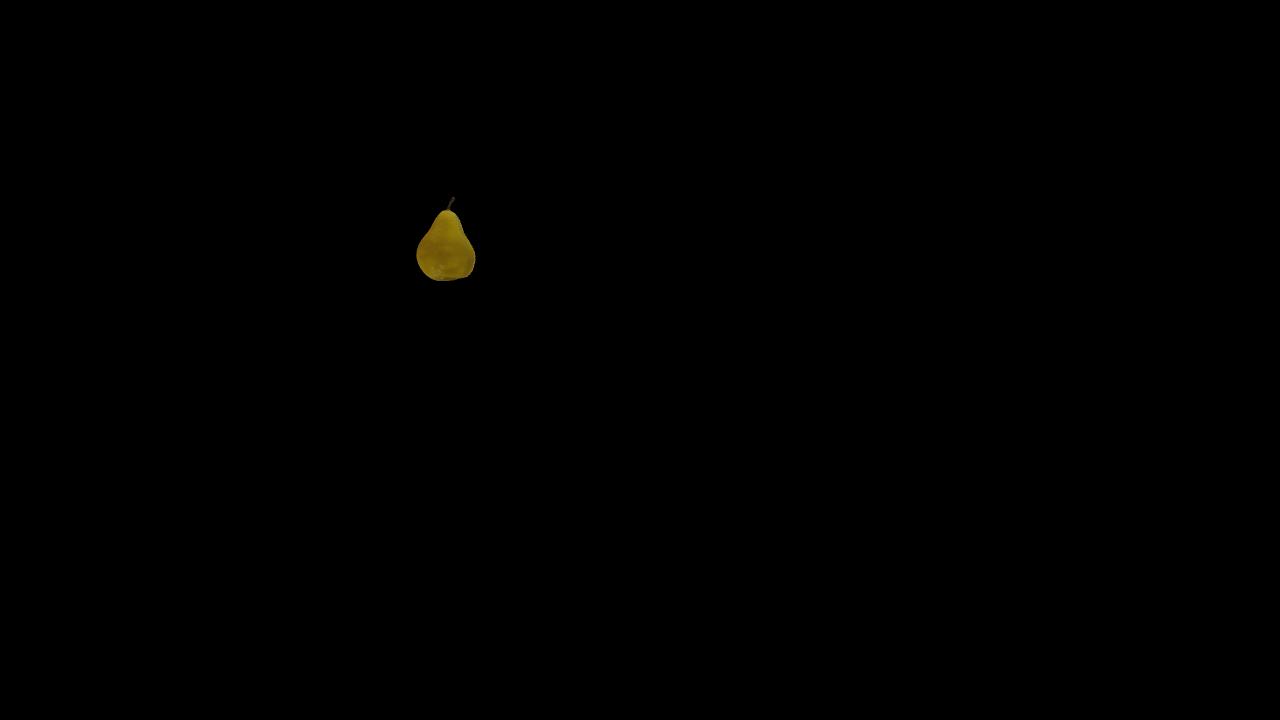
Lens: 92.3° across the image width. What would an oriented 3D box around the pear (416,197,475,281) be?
[{"bbox_3d":[-0.270,-0.167,0.849,0.080,0.111,0.080,-6,0,0],"label":"pear"}]
